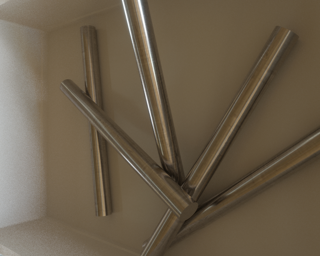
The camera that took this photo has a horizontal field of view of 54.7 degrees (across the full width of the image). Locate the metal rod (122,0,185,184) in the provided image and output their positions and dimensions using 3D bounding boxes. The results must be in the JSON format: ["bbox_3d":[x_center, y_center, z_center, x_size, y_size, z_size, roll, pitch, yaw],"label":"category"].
[{"bbox_3d":[-0.005,-0.040,0.337,0.025,0.025,0.298,5,116,40],"label":"metal rod"}]

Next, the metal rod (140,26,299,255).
[{"bbox_3d":[0.056,0.033,0.341,0.025,0.025,0.298,38,107,33],"label":"metal rod"}]

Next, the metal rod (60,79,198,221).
[{"bbox_3d":[-0.060,0.009,0.410,0.300,0.025,0.025,41,115,38],"label":"metal rod"}]

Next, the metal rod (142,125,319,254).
[{"bbox_3d":[0.080,0.076,0.340,0.299,0.025,0.025,-43,64,31],"label":"metal rod"}]

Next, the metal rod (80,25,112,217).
[{"bbox_3d":[-0.102,-0.014,0.491,0.025,0.025,0.298,-10,84,39],"label":"metal rod"}]
